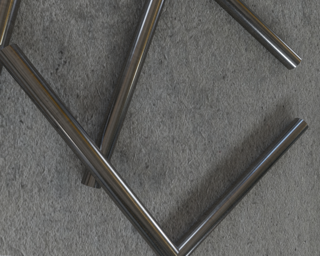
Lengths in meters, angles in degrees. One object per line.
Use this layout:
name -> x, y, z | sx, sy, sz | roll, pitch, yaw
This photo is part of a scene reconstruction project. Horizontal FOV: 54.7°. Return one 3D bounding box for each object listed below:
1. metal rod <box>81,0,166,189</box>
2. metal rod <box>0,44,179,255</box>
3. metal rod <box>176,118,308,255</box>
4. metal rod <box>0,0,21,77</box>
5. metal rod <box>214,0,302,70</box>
metal rod -> -0.038, -0.071, 0.394 | 0.025, 0.025, 0.299 | 21, 83, -19
metal rod -> -0.075, 0.036, 0.354 | 0.025, 0.025, 0.299 | -39, 100, -16
metal rod -> 0.115, 0.090, 0.451 | 0.301, 0.025, 0.025 | -42, 103, -15
metal rod -> -0.187, -0.067, 0.339 | 0.025, 0.025, 0.299 | 15, 85, -20
metal rod -> 0.094, -0.186, 0.443 | 0.301, 0.025, 0.025 | 36, 79, -17
